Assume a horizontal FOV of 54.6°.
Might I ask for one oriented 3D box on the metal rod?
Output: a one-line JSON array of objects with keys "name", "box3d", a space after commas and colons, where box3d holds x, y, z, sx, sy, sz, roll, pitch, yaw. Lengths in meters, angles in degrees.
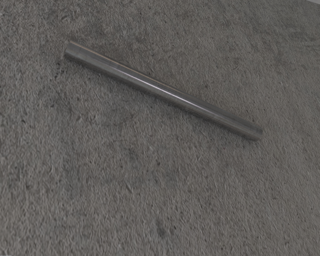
[{"name": "metal rod", "box3d": [0.015, -0.047, 0.439, 0.301, 0.025, 0.025, 23, 53, -14]}]
